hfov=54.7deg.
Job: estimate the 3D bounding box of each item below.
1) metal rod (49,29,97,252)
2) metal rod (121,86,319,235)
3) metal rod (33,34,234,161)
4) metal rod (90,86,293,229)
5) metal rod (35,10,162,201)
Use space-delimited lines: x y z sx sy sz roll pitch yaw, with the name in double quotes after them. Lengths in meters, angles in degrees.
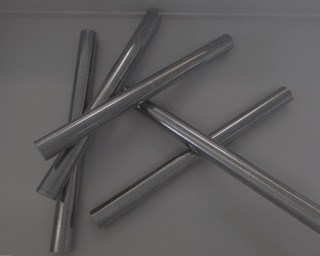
-0.110 0.002 0.407 0.025 0.025 0.299 2 70 0 "metal rod"
0.066 0.029 0.366 0.300 0.025 0.025 34 73 24 "metal rod"
-0.015 -0.051 0.397 0.302 0.025 0.025 -34 73 -24 "metal rod"
0.049 0.031 0.398 0.301 0.025 0.025 -32 73 -11 "metal rod"
-0.069 -0.047 0.409 0.025 0.025 0.300 22 65 8 "metal rod"
